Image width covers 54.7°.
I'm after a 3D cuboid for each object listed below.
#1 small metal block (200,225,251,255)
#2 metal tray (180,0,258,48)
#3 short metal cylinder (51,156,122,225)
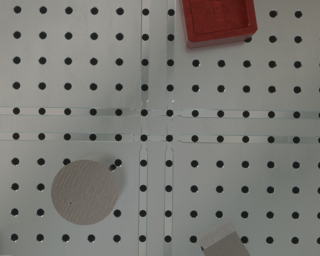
[{"bbox_3d":[0.089,0.168,0.414,0.050,0.025,0.050,-31,90,0],"label":"small metal block"},{"bbox_3d":[0.072,-0.179,0.410,0.091,0.030,0.129,-9,90,0],"label":"metal tray"},{"bbox_3d":[-0.092,0.078,0.400,0.081,0.050,0.080,0,90,0],"label":"short metal cylinder"}]
